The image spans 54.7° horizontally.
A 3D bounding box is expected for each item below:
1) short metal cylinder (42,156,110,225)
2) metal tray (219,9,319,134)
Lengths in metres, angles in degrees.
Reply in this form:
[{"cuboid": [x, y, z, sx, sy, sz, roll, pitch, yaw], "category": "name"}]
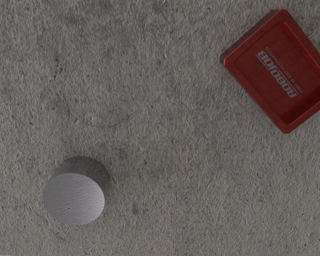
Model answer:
[{"cuboid": [-0.112, 0.085, 0.427, 0.081, 0.050, 0.079, 0, 110, 0], "category": "short metal cylinder"}, {"cuboid": [0.149, -0.067, 0.383, 0.090, 0.030, 0.130, -42, 105, 13], "category": "metal tray"}]
